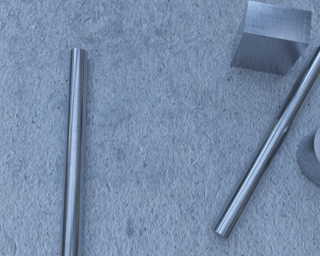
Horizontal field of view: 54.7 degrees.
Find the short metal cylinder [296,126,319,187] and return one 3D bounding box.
[{"bbox_3d":[0.220,0.033,0.385,0.081,0.050,0.080,0,70,0],"label":"short metal cylinder"}]

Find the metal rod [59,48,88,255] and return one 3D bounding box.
[{"bbox_3d":[-0.109,0.032,0.395,0.025,0.025,0.299,-3,70,-1],"label":"metal rod"}]

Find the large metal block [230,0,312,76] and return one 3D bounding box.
[{"bbox_3d":[0.148,-0.119,0.424,0.080,0.080,0.050,12,71,4],"label":"large metal block"}]

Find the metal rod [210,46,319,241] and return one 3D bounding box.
[{"bbox_3d":[0.153,0.008,0.406,0.025,0.025,0.300,32,73,11],"label":"metal rod"}]
